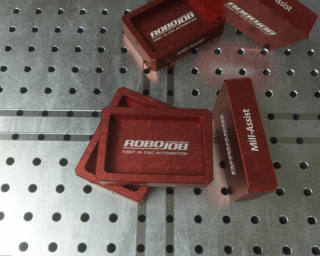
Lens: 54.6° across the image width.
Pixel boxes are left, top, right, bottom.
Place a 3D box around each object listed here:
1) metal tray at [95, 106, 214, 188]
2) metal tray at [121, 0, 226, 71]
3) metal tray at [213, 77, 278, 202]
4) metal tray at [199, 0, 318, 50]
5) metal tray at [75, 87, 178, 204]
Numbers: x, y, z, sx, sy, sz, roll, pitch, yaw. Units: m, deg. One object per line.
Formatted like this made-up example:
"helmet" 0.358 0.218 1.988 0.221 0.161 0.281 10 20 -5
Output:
"metal tray" -0.005 0.023 0.368 0.131 0.030 0.090 2 70 0
"metal tray" 0.020 -0.154 0.465 0.131 0.030 0.090 -31 73 -11
"metal tray" 0.096 0.017 0.371 0.030 0.090 0.130 -7 70 -2
"metal tray" 0.127 -0.157 0.410 0.131 0.090 0.030 28 87 -13
"metal tray" -0.038 0.020 0.401 0.090 0.030 0.130 22 71 8
